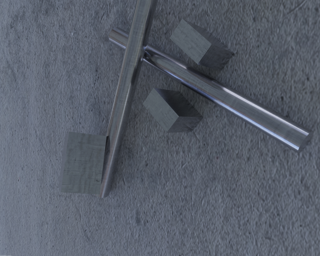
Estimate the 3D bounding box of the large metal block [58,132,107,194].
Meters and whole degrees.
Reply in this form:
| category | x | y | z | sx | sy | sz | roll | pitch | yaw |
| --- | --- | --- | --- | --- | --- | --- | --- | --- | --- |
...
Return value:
| category | x | y | z | sx | sy | sz | roll | pitch | yaw |
| --- | --- | --- | --- | --- | --- | --- | --- | --- | --- |
| large metal block | -0.115 | 0.050 | 0.452 | 0.080 | 0.050 | 0.080 | 167 | 110 | -69 |

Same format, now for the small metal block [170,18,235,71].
| category | x | y | z | sx | sy | sz | roll | pitch | yaw |
| --- | --- | --- | --- | --- | --- | --- | --- | --- | --- |
| small metal block | 0.048 | -0.093 | 0.348 | 0.050 | 0.050 | 0.025 | 50 | 120 | 28 |

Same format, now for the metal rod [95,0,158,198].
| category | x | y | z | sx | sy | sz | roll | pitch | yaw |
| --- | --- | --- | --- | --- | --- | --- | --- | --- | --- |
| metal rod | -0.051 | -0.033 | 0.422 | 0.025 | 0.025 | 0.298 | 33 | 117 | 35 |

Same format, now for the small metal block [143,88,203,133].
| category | x | y | z | sx | sy | sz | roll | pitch | yaw |
| --- | --- | --- | --- | --- | --- | --- | --- | --- | --- |
| small metal block | 0.016 | -0.021 | 0.374 | 0.050 | 0.050 | 0.025 | 51 | 120 | 27 |

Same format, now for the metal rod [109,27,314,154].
| category | x | y | z | sx | sy | sz | roll | pitch | yaw |
| --- | --- | --- | --- | --- | --- | --- | --- | --- | --- |
| metal rod | 0.036 | -0.061 | 0.373 | 0.300 | 0.025 | 0.025 | 37 | 112 | 33 |
